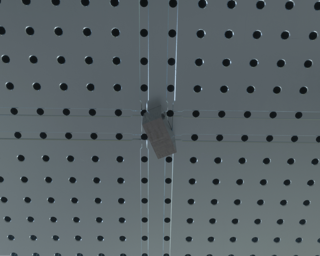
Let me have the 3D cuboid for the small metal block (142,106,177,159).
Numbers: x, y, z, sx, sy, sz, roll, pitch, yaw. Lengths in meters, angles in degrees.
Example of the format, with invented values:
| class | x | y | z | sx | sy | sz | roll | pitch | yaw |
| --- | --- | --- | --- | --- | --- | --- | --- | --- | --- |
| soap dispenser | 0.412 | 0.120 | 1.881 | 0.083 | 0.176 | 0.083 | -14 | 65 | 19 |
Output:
| class | x | y | z | sx | sy | sz | roll | pitch | yaw |
| --- | --- | --- | --- | --- | --- | --- | --- | --- | --- |
| small metal block | 0.000 | 0.004 | 0.401 | 0.025 | 0.050 | 0.050 | -21 | 109 | 7 |
